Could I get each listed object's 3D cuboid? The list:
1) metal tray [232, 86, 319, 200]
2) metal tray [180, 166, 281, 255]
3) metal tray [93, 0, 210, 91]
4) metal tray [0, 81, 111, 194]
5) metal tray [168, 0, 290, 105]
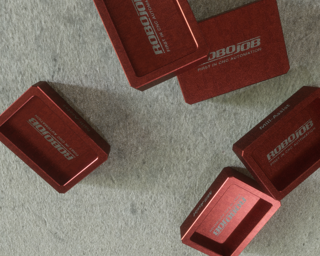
[{"bbox_3d":[0.171,0.019,0.401,0.130,0.030,0.090,-40,106,-1],"label":"metal tray"},{"bbox_3d":[0.100,0.131,0.456,0.090,0.030,0.129,29,107,-11],"label":"metal tray"},{"bbox_3d":[-0.012,-0.117,0.338,0.090,0.030,0.129,-24,86,8],"label":"metal tray"},{"bbox_3d":[-0.142,0.015,0.410,0.090,0.030,0.130,-39,106,12],"label":"metal tray"},{"bbox_3d":[0.080,-0.091,0.375,0.131,0.030,0.090,-18,109,6],"label":"metal tray"}]
